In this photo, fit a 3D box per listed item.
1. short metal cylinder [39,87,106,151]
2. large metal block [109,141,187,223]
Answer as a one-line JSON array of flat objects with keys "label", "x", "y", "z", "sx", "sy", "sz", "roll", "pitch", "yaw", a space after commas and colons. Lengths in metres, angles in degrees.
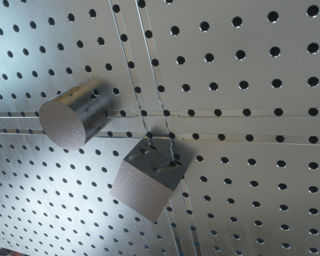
[{"label": "short metal cylinder", "x": -0.127, "y": -0.014, "z": 0.454, "sx": 0.080, "sy": 0.050, "sz": 0.079, "roll": 13, "pitch": 124, "yaw": 21}, {"label": "large metal block", "x": -0.019, "y": 0.079, "z": 0.454, "sx": 0.080, "sy": 0.050, "sz": 0.079, "roll": 31, "pitch": 128, "yaw": 8}]
